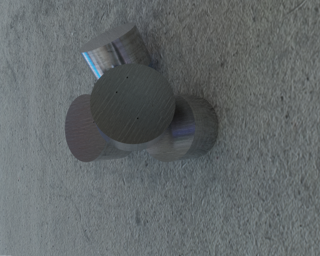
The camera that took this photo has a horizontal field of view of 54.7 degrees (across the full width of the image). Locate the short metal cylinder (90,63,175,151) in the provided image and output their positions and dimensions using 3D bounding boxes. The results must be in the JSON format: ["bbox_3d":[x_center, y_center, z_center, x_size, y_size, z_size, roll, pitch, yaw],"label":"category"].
[{"bbox_3d":[-0.028,-0.019,0.317,0.050,0.081,0.080,118,140,-76],"label":"short metal cylinder"}]

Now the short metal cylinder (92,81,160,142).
[{"bbox_3d":[-0.047,-0.022,0.427,0.080,0.050,0.079,0,90,39],"label":"short metal cylinder"}]

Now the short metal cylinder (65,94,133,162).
[{"bbox_3d":[-0.072,0.000,0.381,0.080,0.050,0.079,0,90,39],"label":"short metal cylinder"}]

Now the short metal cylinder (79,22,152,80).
[{"bbox_3d":[-0.058,-0.097,0.408,0.080,0.080,0.050,0,129,39],"label":"short metal cylinder"}]

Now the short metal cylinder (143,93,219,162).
[{"bbox_3d":[0.022,-0.001,0.370,0.080,0.050,0.079,0,90,39],"label":"short metal cylinder"}]
